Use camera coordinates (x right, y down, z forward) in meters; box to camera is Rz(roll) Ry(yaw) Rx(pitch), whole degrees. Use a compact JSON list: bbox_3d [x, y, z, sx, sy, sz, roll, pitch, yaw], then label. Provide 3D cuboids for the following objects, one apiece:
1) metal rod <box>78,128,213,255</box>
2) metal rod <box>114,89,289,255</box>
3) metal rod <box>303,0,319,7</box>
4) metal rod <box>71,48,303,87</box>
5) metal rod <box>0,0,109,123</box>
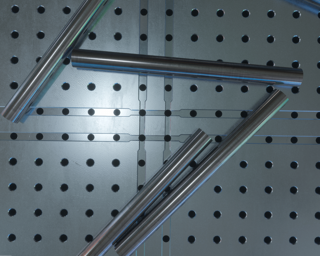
[{"bbox_3d":[-0.042,0.117,0.412,0.025,0.025,0.300,44,90,-1],"label":"metal rod"},{"bbox_3d":[0.055,0.061,0.414,0.300,0.025,0.025,-44,91,-1],"label":"metal rod"},{"bbox_3d":[0.130,-0.213,0.414,0.301,0.025,0.025,23,90,-1],"label":"metal rod"},{"bbox_3d":[0.036,-0.080,0.413,0.302,0.025,0.025,5,90,-1],"label":"metal rod"},{"bbox_3d":[-0.111,-0.134,0.411,0.025,0.025,0.299,36,90,-1],"label":"metal rod"}]
